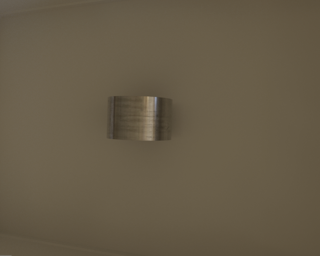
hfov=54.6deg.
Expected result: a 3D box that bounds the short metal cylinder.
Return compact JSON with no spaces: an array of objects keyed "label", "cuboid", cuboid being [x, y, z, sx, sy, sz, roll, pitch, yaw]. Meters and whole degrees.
[{"label":"short metal cylinder","cuboid":[-0.025,-0.012,0.387,0.080,0.080,0.050,2,91,20]}]
